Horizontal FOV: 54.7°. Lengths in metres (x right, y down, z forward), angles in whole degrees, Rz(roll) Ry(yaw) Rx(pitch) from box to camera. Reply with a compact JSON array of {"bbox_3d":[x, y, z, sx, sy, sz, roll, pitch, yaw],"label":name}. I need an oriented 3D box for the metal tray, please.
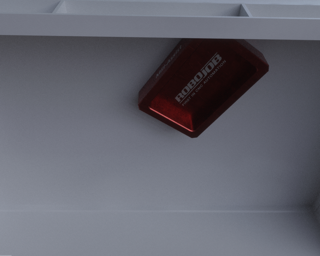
[{"bbox_3d":[0.046,-0.053,0.360,0.090,0.030,0.129,28,124,-23],"label":"metal tray"}]
